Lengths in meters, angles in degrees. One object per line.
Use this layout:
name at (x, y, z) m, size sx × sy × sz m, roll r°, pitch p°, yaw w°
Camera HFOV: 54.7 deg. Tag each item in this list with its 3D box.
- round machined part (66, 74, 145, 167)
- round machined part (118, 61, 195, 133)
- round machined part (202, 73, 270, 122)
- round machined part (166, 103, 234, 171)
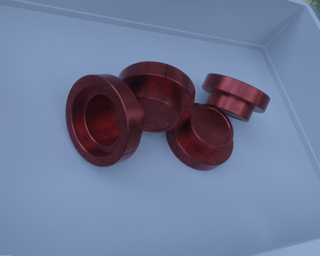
round machined part at (-0.055, -0.010, 0.338) m, size 0.042 × 0.098 × 0.098 m, roll -15°, pitch 69°, yaw -51°
round machined part at (-0.008, -0.030, 0.374) m, size 0.099 × 0.097 × 0.042 m, roll 21°, pitch 54°, yaw -16°
round machined part at (0.106, -0.041, 0.456) m, size 0.099 × 0.098 × 0.042 m, roll 23°, pitch 92°, yaw -15°
round machined part at (0.061, 0.006, 0.426) m, size 0.099 × 0.042 × 0.098 m, roll 14°, pitch 56°, yaw -21°
